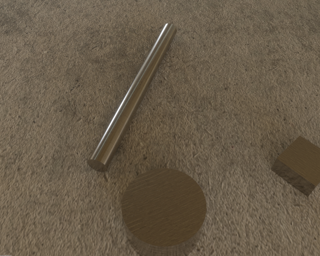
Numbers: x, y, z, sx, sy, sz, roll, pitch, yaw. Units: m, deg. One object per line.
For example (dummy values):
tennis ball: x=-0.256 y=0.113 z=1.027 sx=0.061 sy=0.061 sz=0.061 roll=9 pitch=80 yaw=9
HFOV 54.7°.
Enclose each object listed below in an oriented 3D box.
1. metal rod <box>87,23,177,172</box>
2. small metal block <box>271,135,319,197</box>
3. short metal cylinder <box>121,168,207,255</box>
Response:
metal rod: x=-0.028 y=-0.065 z=0.457 sx=0.025 sy=0.025 sz=0.300 roll=14 pitch=51 yaw=11
small metal block: x=0.171 y=0.044 z=0.367 sx=0.050 sy=0.025 sz=0.050 roll=-35 pitch=59 yaw=-26
short metal cylinder: x=0.004 y=0.088 z=0.313 sx=0.081 sy=0.050 sz=0.080 roll=0 pitch=50 yaw=0
